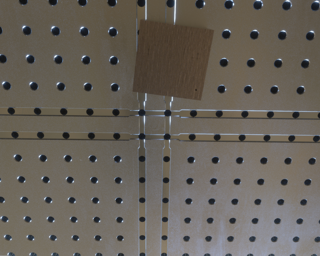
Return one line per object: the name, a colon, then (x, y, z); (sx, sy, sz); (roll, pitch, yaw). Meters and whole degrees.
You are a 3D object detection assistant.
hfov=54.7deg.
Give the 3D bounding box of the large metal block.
large metal block: (0.013, -0.083, 0.370); (0.081, 0.050, 0.079); (7, 110, -3)
